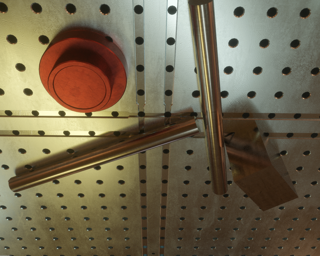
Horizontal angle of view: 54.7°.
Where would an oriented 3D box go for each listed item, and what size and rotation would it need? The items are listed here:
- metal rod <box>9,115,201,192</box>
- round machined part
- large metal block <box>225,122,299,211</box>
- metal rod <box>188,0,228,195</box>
[{"bbox_3d":[-0.088,0.042,0.445,0.301,0.025,0.025,-19,128,14],"label":"metal rod"},{"bbox_3d":[-0.087,-0.056,0.352,0.099,0.042,0.097,-1,130,0],"label":"round machined part"},{"bbox_3d":[0.136,0.053,0.423,0.050,0.080,0.080,-31,124,23],"label":"large metal block"},{"bbox_3d":[0.068,-0.014,0.400,0.025,0.025,0.298,-9,130,7],"label":"metal rod"}]
